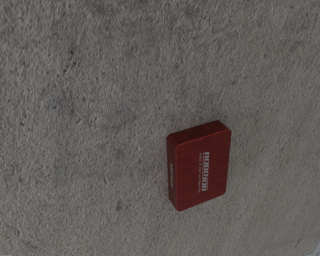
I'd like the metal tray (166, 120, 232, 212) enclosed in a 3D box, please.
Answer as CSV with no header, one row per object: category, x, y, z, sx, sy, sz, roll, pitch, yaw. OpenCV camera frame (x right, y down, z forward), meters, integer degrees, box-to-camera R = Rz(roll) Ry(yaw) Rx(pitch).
metal tray,0.058,0.059,0.471,0.091,0.030,0.129,-16,125,-19
